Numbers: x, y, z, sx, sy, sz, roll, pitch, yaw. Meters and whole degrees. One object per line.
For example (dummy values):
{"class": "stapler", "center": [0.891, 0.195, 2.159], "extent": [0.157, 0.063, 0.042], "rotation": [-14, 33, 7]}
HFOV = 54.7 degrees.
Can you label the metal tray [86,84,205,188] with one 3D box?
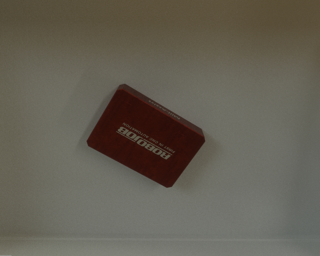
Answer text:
{"class": "metal tray", "center": [-0.018, 0.012, 0.413], "extent": [0.131, 0.030, 0.090], "rotation": [30, 107, -11]}
